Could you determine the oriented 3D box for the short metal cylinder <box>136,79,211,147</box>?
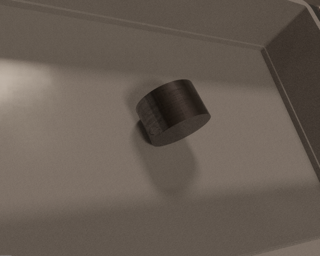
[{"bbox_3d":[0.017,-0.018,0.392,0.081,0.080,0.050,-15,70,-34],"label":"short metal cylinder"}]
